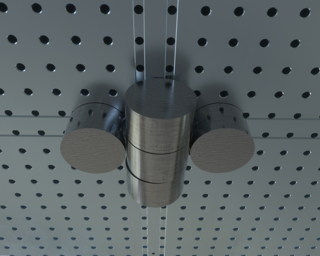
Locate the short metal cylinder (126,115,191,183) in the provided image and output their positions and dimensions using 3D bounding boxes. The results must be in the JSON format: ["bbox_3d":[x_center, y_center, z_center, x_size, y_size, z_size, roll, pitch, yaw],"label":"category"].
[{"bbox_3d":[-0.002,0.023,0.394,0.081,0.080,0.050,2,130,-2],"label":"short metal cylinder"}]

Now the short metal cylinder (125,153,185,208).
[{"bbox_3d":[-0.006,0.062,0.427,0.081,0.080,0.050,1,130,-1],"label":"short metal cylinder"}]

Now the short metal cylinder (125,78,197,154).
[{"bbox_3d":[0.000,-0.016,0.361,0.081,0.080,0.050,2,130,-2],"label":"short metal cylinder"}]

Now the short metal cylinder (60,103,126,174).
[{"bbox_3d":[-0.084,0.014,0.405,0.081,0.050,0.079,0,130,0],"label":"short metal cylinder"}]

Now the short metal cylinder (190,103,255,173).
[{"bbox_3d":[0.078,0.014,0.408,0.081,0.050,0.079,0,130,0],"label":"short metal cylinder"}]
